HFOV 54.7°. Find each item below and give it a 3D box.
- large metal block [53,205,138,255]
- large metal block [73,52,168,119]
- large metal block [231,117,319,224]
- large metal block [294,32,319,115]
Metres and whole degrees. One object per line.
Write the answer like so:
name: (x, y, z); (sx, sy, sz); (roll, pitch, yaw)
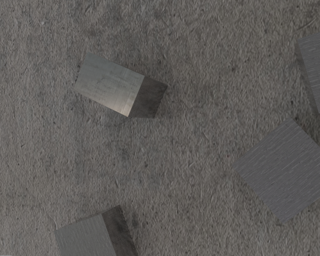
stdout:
large metal block: (-0.087, 0.162, 0.426); (0.080, 0.050, 0.080); (-24, 82, 18)
large metal block: (-0.047, -0.052, 0.396); (0.080, 0.080, 0.050); (26, 99, 18)
large metal block: (0.141, 0.044, 0.346); (0.080, 0.050, 0.080); (-43, 77, 15)
large metal block: (0.196, -0.063, 0.326); (0.080, 0.050, 0.080); (-15, 85, 19)
